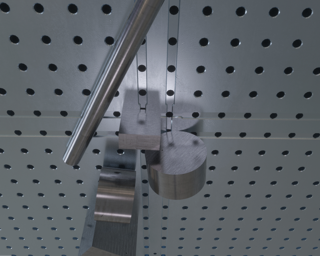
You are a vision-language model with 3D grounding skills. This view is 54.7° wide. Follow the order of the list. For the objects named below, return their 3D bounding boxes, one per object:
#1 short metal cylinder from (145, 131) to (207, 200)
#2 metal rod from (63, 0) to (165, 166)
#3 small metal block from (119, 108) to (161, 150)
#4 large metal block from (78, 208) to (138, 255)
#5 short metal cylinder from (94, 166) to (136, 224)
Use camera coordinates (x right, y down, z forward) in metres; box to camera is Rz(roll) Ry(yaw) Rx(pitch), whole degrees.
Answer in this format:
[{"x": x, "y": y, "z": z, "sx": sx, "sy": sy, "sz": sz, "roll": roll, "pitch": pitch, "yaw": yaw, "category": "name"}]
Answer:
[{"x": 0.022, "y": 0.049, "z": 0.418, "sx": 0.080, "sy": 0.080, "sz": 0.050, "roll": -3, "pitch": 130, "yaw": 2, "category": "short metal cylinder"}, {"x": -0.058, "y": -0.056, "z": 0.363, "sx": 0.025, "sy": 0.025, "sz": 0.298, "roll": 22, "pitch": 127, "yaw": -18, "category": "metal rod"}, {"x": -0.025, "y": 0.001, "z": 0.396, "sx": 0.050, "sy": 0.050, "sz": 0.025, "roll": 3, "pitch": 130, "yaw": -3, "category": "small metal block"}, {"x": -0.088, "y": 0.190, "z": 0.537, "sx": 0.080, "sy": 0.080, "sz": 0.050, "roll": 29, "pitch": 124, "yaw": -23, "category": "large metal block"}, {"x": -0.066, "y": 0.099, "z": 0.460, "sx": 0.050, "sy": 0.080, "sz": 0.079, "roll": 8, "pitch": 130, "yaw": -7, "category": "short metal cylinder"}]
